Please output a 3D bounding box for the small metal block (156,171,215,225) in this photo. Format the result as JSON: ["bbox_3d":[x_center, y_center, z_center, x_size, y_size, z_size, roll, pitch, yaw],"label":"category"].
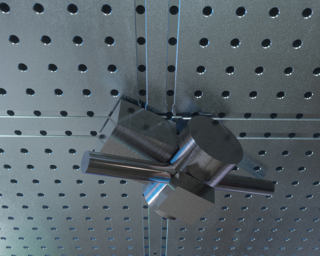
[{"bbox_3d":[0.031,0.086,0.377,0.050,0.025,0.050,28,125,-12],"label":"small metal block"}]

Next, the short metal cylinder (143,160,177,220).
[{"bbox_3d":[0.023,0.082,0.441,0.080,0.080,0.050,24,126,-19],"label":"short metal cylinder"}]

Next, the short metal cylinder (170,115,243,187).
[{"bbox_3d":[0.058,0.030,0.397,0.080,0.080,0.050,22,127,-18],"label":"short metal cylinder"}]

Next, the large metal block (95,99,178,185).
[{"bbox_3d":[-0.033,0.021,0.405,0.080,0.050,0.080,23,126,-19],"label":"large metal block"}]

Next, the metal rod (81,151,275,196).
[{"bbox_3d":[0.045,0.066,0.412,0.302,0.025,0.025,13,131,-31],"label":"metal rod"}]
